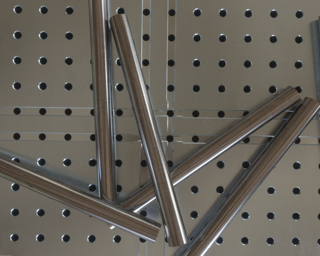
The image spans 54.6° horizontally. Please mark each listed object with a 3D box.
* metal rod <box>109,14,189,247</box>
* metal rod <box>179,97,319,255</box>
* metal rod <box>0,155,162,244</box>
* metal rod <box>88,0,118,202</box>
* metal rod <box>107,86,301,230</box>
[{"bbox_3d":[-0.016,-0.002,0.396,0.025,0.025,0.299,-15,83,0],"label":"metal rod"},{"bbox_3d":[0.111,0.083,0.414,0.025,0.025,0.300,38,90,0],"label":"metal rod"},{"bbox_3d":[-0.142,0.075,0.397,0.301,0.025,0.025,21,90,6],"label":"metal rod"},{"bbox_3d":[-0.077,-0.053,0.412,0.025,0.025,0.298,-3,90,0],"label":"metal rod"},{"bbox_3d":[0.055,0.039,0.413,0.301,0.025,0.025,-35,90,0],"label":"metal rod"}]
